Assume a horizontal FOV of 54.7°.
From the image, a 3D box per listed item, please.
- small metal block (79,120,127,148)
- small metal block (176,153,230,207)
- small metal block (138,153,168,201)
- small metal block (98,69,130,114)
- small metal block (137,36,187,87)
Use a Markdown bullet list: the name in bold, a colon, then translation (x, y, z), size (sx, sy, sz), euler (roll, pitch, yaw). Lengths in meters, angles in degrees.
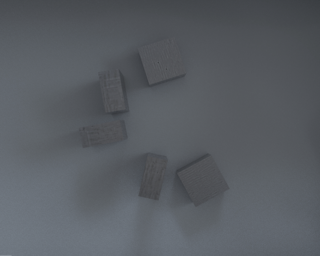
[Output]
- **small metal block**: translation (-0.071, 0.007, 0.398), size (0.050, 0.050, 0.025), euler (-11, 90, 0)
- **small metal block**: translation (0.056, 0.069, 0.412), size (0.050, 0.025, 0.050), euler (-28, 90, -1)
- **small metal block**: translation (-0.008, 0.061, 0.399), size (0.025, 0.050, 0.050), euler (13, 90, 0)
- **small metal block**: translation (-0.058, -0.045, 0.398), size (0.025, 0.050, 0.050), euler (-10, 90, 0)
- **small metal block**: translation (0.003, -0.087, 0.411), size (0.050, 0.025, 0.050), euler (-18, 90, -1)
